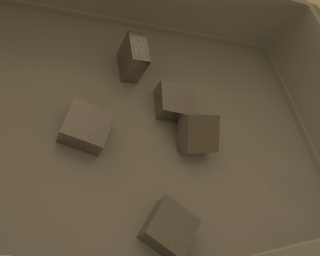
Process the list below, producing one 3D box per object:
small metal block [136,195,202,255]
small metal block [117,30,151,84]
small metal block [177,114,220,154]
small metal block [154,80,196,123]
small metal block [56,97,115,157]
[{"bbox_3d":[0.011,0.112,0.343,0.050,0.025,0.050,38,51,-3],"label":"small metal block"},{"bbox_3d":[-0.038,-0.097,0.428,0.025,0.050,0.050,4,60,-27],"label":"small metal block"},{"bbox_3d":[0.052,0.007,0.414,0.050,0.025,0.050,0,94,-28],"label":"small metal block"},{"bbox_3d":[0.020,-0.035,0.438,0.050,0.025,0.050,11,57,-23],"label":"small metal block"},{"bbox_3d":[-0.086,-0.001,0.360,0.050,0.025,0.050,22,54,-15],"label":"small metal block"}]
